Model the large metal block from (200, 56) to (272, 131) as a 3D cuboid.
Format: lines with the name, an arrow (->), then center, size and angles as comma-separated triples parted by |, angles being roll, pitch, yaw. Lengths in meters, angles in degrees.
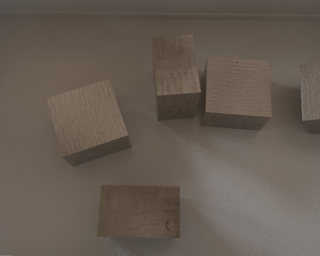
large metal block -> 0.099, -0.045, 0.413 | 0.080, 0.050, 0.080 | 5, 70, 1

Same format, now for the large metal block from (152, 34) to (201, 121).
large metal block -> 0.018, -0.063, 0.403 | 0.050, 0.080, 0.080 | -5, 70, -2

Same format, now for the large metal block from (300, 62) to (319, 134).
large metal block -> 0.228, -0.042, 0.394 | 0.080, 0.050, 0.080 | -7, 66, 33

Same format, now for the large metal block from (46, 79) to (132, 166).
large metal block -> -0.089, -0.006, 0.398 | 0.080, 0.050, 0.080 | -19, 71, -7

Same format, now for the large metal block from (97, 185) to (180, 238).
large metal block -> -0.020, 0.096, 0.345 | 0.080, 0.080, 0.050 | 1, 70, 0
